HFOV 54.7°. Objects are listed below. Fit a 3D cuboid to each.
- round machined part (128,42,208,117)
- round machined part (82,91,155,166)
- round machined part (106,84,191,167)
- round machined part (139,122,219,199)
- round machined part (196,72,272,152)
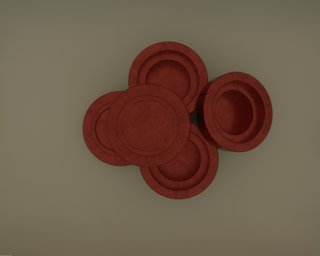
[{"bbox_3d":[0.010,-0.058,0.402,0.099,0.042,0.097,0,90,-1],"label":"round machined part"},{"bbox_3d":[-0.051,0.001,0.399,0.099,0.042,0.097,0,90,-1],"label":"round machined part"},{"bbox_3d":[-0.013,-0.003,0.358,0.099,0.042,0.097,0,90,-1],"label":"round machined part"},{"bbox_3d":[0.023,0.039,0.401,0.099,0.042,0.097,0,90,-1],"label":"round machined part"},{"bbox_3d":[0.089,-0.019,0.392,0.099,0.042,0.097,1,87,-21],"label":"round machined part"}]
